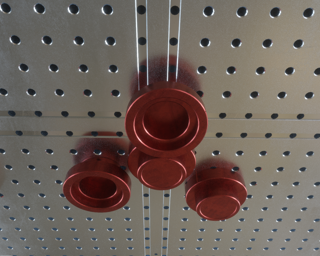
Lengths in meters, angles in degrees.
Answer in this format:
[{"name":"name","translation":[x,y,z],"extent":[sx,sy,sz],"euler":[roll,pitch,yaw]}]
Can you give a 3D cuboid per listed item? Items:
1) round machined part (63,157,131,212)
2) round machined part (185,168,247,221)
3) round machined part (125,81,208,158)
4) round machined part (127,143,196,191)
[{"name":"round machined part","translation":[-0.092,0.082,0.469],"extent":[0.099,0.042,0.097],"euler":[0,130,0]},{"name":"round machined part","translation":[0.090,0.112,0.496],"extent":[0.099,0.042,0.097],"euler":[0,130,0]},{"name":"round machined part","translation":[0.008,-0.014,0.383],"extent":[0.099,0.042,0.097],"euler":[-1,123,-1]},{"name":"round machined part","translation":[0.003,0.052,0.445],"extent":[0.099,0.042,0.097],"euler":[0,130,0]}]
